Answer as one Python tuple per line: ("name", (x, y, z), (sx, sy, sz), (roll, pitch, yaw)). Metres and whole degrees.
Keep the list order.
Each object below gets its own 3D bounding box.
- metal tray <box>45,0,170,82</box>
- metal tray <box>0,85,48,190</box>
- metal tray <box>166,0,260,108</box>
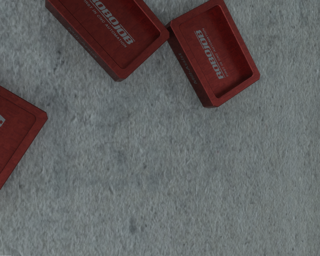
("metal tray", (-0.062, -0.134, 0.383), (0.090, 0.030, 0.130), (-46, 105, -14))
("metal tray", (-0.196, 0.017, 0.334), (0.090, 0.030, 0.130), (33, 79, -17))
("metal tray", (0.074, -0.104, 0.434), (0.090, 0.030, 0.130), (-34, 101, -17))
